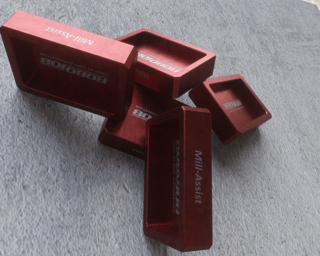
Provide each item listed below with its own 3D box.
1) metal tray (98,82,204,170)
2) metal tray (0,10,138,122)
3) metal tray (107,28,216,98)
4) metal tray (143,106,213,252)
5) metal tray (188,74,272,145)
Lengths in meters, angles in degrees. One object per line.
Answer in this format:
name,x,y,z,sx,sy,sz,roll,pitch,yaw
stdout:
metal tray,-0.004,-0.001,0.402,0.131,0.030,0.090,23,53,-15
metal tray,-0.094,-0.062,0.332,0.131,0.089,0.030,18,53,2
metal tray,-0.003,-0.093,0.421,0.130,0.030,0.091,29,45,27
metal tray,0.015,0.049,0.318,0.030,0.090,0.129,5,80,-26
metal tray,0.109,-0.033,0.462,0.131,0.030,0.090,-19,71,-51
